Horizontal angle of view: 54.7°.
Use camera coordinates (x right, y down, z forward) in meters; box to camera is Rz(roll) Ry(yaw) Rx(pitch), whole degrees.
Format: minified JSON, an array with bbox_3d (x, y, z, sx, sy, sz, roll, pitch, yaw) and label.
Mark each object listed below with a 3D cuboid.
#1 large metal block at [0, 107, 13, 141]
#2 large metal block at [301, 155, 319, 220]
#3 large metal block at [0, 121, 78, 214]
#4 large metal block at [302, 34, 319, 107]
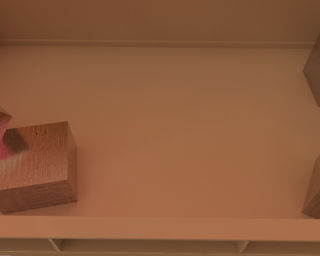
[{"bbox_3d":[-0.213,0.007,0.339,0.080,0.050,0.080,20,84,51],"label":"large metal block"},{"bbox_3d":[0.198,0.051,0.328,0.050,0.080,0.080,23,54,18],"label":"large metal block"},{"bbox_3d":[-0.140,0.043,0.351,0.081,0.050,0.080,-8,51,-7],"label":"large metal block"},{"bbox_3d":[0.255,-0.087,0.444,0.050,0.080,0.080,1,50,0],"label":"large metal block"}]
